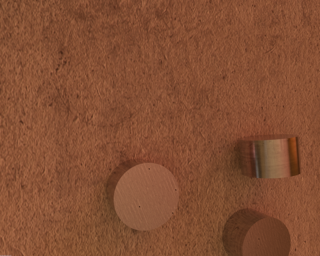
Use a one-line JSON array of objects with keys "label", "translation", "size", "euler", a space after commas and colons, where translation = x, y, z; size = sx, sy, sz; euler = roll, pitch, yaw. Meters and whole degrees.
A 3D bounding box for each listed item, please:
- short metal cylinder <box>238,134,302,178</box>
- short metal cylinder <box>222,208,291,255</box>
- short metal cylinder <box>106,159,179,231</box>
[{"label": "short metal cylinder", "translation": [0.154, 0.038, 0.436], "size": [0.081, 0.080, 0.050], "euler": [-6, 92, -20]}, {"label": "short metal cylinder", "translation": [0.138, 0.162, 0.447], "size": [0.081, 0.050, 0.080], "euler": [0, 90, -20]}, {"label": "short metal cylinder", "translation": [-0.023, 0.080, 0.387], "size": [0.081, 0.050, 0.080], "euler": [0, 90, -20]}]
